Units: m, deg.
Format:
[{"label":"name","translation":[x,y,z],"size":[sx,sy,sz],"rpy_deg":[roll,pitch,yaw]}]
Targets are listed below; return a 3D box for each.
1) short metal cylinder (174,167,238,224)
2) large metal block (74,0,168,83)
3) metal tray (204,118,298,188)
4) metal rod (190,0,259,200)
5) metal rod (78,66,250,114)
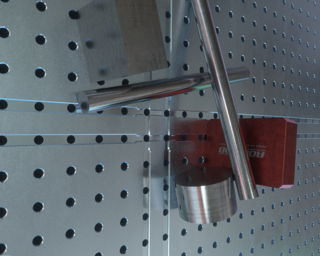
[{"label":"short metal cylinder","translation":[0.062,0.090,0.426],"size":[0.081,0.080,0.050],"rpy_deg":[-16,100,-39]},{"label":"large metal block","translation":[-0.043,-0.096,0.337],"size":[0.050,0.080,0.079],"rpy_deg":[-19,102,-39]},{"label":"metal tray","translation":[0.125,0.032,0.445],"size":[0.030,0.130,0.089],"rpy_deg":[9,85,-40]},{"label":"metal rod","translation":[0.086,-0.052,0.430],"size":[0.025,0.025,0.299],"rpy_deg":[-3,77,-40]},{"label":"metal rod","translation":[0.030,-0.060,0.433],"size":[0.302,0.025,0.025],"rpy_deg":[-16,100,-39]}]
